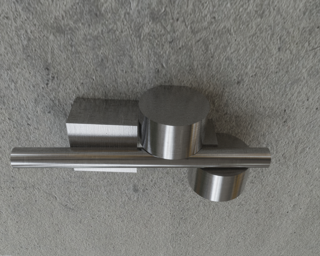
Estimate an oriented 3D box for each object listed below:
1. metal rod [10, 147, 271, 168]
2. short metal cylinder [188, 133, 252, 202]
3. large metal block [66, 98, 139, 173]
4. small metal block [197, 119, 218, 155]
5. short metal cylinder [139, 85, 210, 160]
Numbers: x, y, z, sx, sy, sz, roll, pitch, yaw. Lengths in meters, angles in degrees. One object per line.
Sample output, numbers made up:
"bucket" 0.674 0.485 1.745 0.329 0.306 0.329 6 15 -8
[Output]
"metal rod" -0.020 0.036 0.372 0.302 0.025 0.025 0 130 -2
"short metal cylinder" 0.079 0.051 0.417 0.081 0.080 0.050 0 130 -1
"large metal block" -0.068 0.010 0.396 0.081 0.050 0.079 2 130 -3
"small metal block" 0.045 0.013 0.402 0.050 0.050 0.025 1 130 -1
"short metal cylinder" 0.015 -0.009 0.366 0.081 0.080 0.050 2 130 -2
